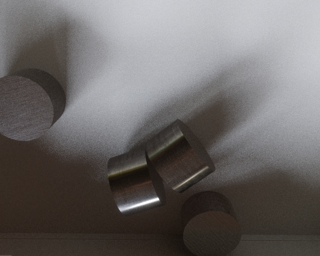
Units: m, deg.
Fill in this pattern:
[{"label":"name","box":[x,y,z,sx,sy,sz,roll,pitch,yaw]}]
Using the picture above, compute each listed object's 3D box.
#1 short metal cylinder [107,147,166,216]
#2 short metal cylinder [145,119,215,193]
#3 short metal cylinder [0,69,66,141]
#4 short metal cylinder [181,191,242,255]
[{"label":"short metal cylinder","box":[-0.029,0.069,0.407,0.050,0.080,0.080,-18,109,7]},{"label":"short metal cylinder","box":[0.026,0.035,0.395,0.050,0.080,0.080,-37,106,12]},{"label":"short metal cylinder","box":[-0.165,-0.030,0.385,0.081,0.050,0.079,0,110,0]},{"label":"short metal cylinder","box":[0.072,0.139,0.450,0.081,0.050,0.079,0,110,0]}]
